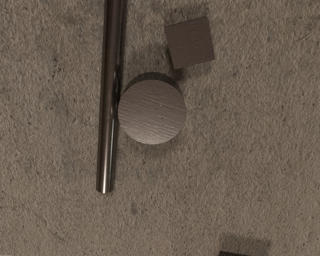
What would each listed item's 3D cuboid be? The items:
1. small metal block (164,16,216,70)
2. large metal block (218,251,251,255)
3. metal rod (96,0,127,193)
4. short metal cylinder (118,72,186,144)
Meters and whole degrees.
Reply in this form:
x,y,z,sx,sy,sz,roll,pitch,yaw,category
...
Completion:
x,y,z,sx,sy,sz,roll,pitch,yaw,category
0.035,-0.102,0.373,0.050,0.025,0.050,-14,110,4,small metal block
0.128,0.250,0.491,0.081,0.050,0.079,11,110,-5,large metal block
-0.062,-0.053,0.389,0.025,0.025,0.298,6,110,-3,metal rod
-0.009,-0.026,0.387,0.081,0.050,0.079,0,110,-1,short metal cylinder
